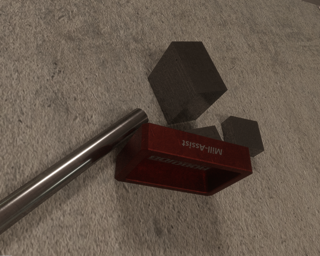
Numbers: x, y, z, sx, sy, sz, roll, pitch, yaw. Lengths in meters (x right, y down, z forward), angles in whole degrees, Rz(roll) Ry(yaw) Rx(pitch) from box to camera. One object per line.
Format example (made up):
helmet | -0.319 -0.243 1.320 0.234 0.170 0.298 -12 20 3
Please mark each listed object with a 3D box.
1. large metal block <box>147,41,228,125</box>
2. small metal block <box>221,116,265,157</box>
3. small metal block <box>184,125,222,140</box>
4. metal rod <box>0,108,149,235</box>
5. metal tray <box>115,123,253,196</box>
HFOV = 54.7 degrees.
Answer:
large metal block | 0.034 -0.061 0.426 0.050 0.080 0.080 -10 67 -33
small metal block | 0.123 0.013 0.465 0.050 0.025 0.050 10 57 -23
small metal block | 0.044 0.022 0.399 0.050 0.050 0.025 -9 67 -32
metal rod | -0.116 0.059 0.305 0.025 0.025 0.302 48 51 5
metal tray | 0.025 0.041 0.351 0.131 0.090 0.030 14 56 -21
